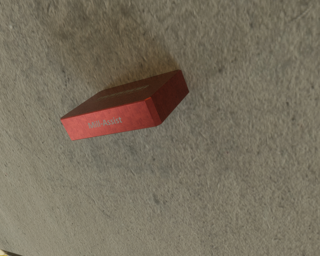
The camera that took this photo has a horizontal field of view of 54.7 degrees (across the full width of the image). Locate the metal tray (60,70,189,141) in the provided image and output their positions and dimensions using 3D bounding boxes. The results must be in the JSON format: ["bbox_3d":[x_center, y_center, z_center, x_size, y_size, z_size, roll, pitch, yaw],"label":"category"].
[{"bbox_3d":[-0.041,-0.027,0.368,0.130,0.090,0.030,-9,114,32],"label":"metal tray"}]
